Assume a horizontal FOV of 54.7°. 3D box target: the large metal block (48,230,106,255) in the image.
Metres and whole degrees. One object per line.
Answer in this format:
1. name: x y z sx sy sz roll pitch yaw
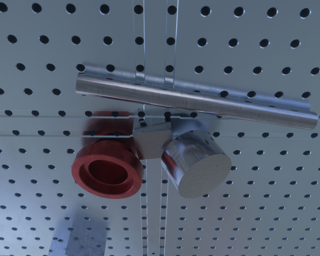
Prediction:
1. large metal block: -0.166 0.253 0.608 0.080 0.050 0.080 33 122 -26

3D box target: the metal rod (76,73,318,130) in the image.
1. metal rod: 0.051 -0.031 0.385 0.302 0.025 0.025 8 130 -8

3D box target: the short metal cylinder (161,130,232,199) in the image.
1. short metal cylinder: 0.048 0.049 0.419 0.081 0.050 0.079 -18 135 -19

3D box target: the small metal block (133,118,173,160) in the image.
1. small metal block: -0.008 0.016 0.425 0.050 0.025 0.050 -6 130 4

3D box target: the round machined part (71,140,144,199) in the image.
1. round machined part: -0.071 0.055 0.441 0.099 0.042 0.097 5 133 5
